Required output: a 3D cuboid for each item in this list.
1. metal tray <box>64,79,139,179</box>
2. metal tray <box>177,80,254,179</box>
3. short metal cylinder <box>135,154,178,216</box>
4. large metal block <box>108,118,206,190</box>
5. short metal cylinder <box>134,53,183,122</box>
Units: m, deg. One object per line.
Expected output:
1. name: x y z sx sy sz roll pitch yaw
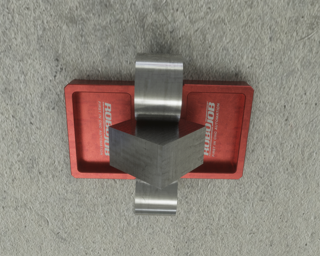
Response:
1. metal tray: -0.073 0.003 0.409 0.091 0.030 0.129 1 110 -1
2. metal tray: 0.068 0.004 0.411 0.091 0.030 0.129 1 110 -1
3. short metal cylinder: -0.005 0.075 0.409 0.050 0.080 0.079 2 110 -1
4. large metal block: -0.003 0.021 0.367 0.080 0.081 0.050 18 116 36
5. short metal cylinder: -0.002 -0.047 0.364 0.050 0.080 0.079 2 110 -1
